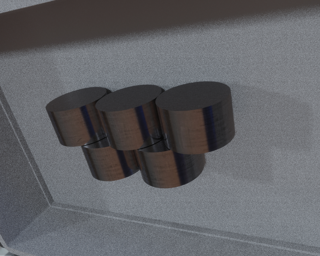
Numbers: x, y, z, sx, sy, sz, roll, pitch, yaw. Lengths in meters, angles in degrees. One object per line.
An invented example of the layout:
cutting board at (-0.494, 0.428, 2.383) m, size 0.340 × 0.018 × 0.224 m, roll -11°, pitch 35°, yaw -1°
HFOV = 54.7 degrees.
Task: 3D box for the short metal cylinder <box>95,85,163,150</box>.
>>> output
short metal cylinder at (-0.032, -0.015, 0.379) m, size 0.080 × 0.080 × 0.050 m, roll 1°, pitch 119°, yaw 28°

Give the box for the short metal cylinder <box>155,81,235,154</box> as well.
short metal cylinder at (0.039, -0.014, 0.342) m, size 0.080 × 0.080 × 0.050 m, roll 2°, pitch 119°, yaw 27°

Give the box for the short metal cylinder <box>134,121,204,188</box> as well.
short metal cylinder at (0.011, 0.030, 0.384) m, size 0.080 × 0.080 × 0.050 m, roll 1°, pitch 119°, yaw 28°

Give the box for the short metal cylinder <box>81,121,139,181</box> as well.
short metal cylinder at (-0.062, 0.028, 0.421) m, size 0.080 × 0.080 × 0.050 m, roll 1°, pitch 119°, yaw 28°

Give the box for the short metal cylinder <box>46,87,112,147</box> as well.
short metal cylinder at (-0.104, -0.017, 0.415) m, size 0.080 × 0.080 × 0.050 m, roll 1°, pitch 119°, yaw 28°
